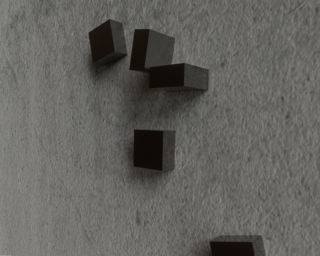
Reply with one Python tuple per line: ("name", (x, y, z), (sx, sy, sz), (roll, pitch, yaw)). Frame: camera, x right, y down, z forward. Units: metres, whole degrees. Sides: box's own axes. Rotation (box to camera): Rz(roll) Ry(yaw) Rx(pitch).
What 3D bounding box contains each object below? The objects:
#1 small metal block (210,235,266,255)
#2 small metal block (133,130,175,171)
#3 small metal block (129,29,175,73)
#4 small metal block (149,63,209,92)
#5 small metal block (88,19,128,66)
("small metal block", (0.086, 0.144, 0.333), (0.050, 0.025, 0.050), (-16, 80, 38))
("small metal block", (-0.008, 0.028, 0.410), (0.050, 0.025, 0.050), (2, 91, 39))
("small metal block", (-0.009, -0.095, 0.394), (0.025, 0.050, 0.050), (14, 99, 39))
("small metal block", (0.023, -0.058, 0.368), (0.050, 0.050, 0.025), (2, 92, 39))
("small metal block", (-0.079, -0.128, 0.468), (0.050, 0.025, 0.050), (-16, 80, 38))
